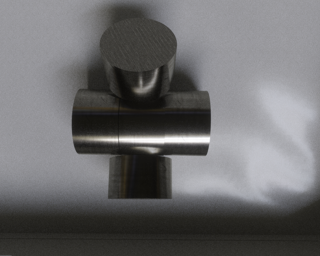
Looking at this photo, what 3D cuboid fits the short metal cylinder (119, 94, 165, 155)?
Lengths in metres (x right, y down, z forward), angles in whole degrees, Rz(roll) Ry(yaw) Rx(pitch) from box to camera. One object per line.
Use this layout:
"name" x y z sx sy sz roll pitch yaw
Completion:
"short metal cylinder" -0.020 -0.006 0.377 0.050 0.080 0.079 1 110 0

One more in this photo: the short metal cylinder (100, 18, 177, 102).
"short metal cylinder" -0.023 -0.076 0.344 0.081 0.080 0.050 2 148 -1

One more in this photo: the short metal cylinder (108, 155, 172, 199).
"short metal cylinder" -0.025 0.065 0.396 0.081 0.080 0.050 0 76 0

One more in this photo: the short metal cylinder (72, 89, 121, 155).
"short metal cylinder" -0.071 -0.007 0.377 0.050 0.080 0.079 1 110 0

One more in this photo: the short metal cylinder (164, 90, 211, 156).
"short metal cylinder" 0.031 -0.006 0.378 0.050 0.080 0.079 1 110 0
